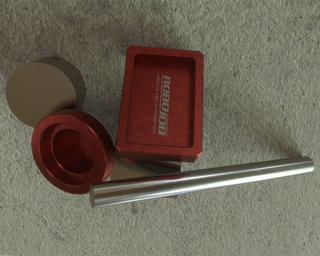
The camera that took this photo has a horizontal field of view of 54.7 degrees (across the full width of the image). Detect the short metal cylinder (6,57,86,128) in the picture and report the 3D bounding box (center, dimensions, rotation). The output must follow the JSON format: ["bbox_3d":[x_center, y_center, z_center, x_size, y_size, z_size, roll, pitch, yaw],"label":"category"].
[{"bbox_3d":[-0.137,-0.044,0.380,0.081,0.050,0.079,0,110,-1],"label":"short metal cylinder"}]

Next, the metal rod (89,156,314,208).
[{"bbox_3d":[0.069,0.059,0.371,0.303,0.025,0.025,-3,112,-25],"label":"metal rod"}]

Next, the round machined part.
[{"bbox_3d":[-0.096,0.024,0.362,0.098,0.042,0.097,6,110,18],"label":"round machined part"}]

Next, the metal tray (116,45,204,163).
[{"bbox_3d":[0.002,-0.029,0.357,0.091,0.030,0.130,4,70,-2],"label":"metal tray"}]

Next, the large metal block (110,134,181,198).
[{"bbox_3d":[-0.018,0.044,0.397,0.081,0.080,0.050,4,110,-2],"label":"large metal block"}]
